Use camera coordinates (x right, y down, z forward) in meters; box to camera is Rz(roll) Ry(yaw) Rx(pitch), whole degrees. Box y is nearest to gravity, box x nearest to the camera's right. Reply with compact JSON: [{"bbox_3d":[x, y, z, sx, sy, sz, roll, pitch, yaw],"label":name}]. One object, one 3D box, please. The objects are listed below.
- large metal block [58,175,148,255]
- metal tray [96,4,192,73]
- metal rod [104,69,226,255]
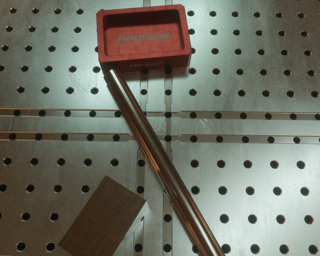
[{"bbox_3d":[-0.056,0.106,0.343,0.050,0.080,0.080,30,73,10],"label":"large metal block"},{"bbox_3d":[-0.024,-0.133,0.457,0.131,0.030,0.090,-6,70,-3],"label":"metal tray"},{"bbox_3d":[0.004,0.048,0.394,0.025,0.025,0.299,-27,73,-10],"label":"metal rod"}]
